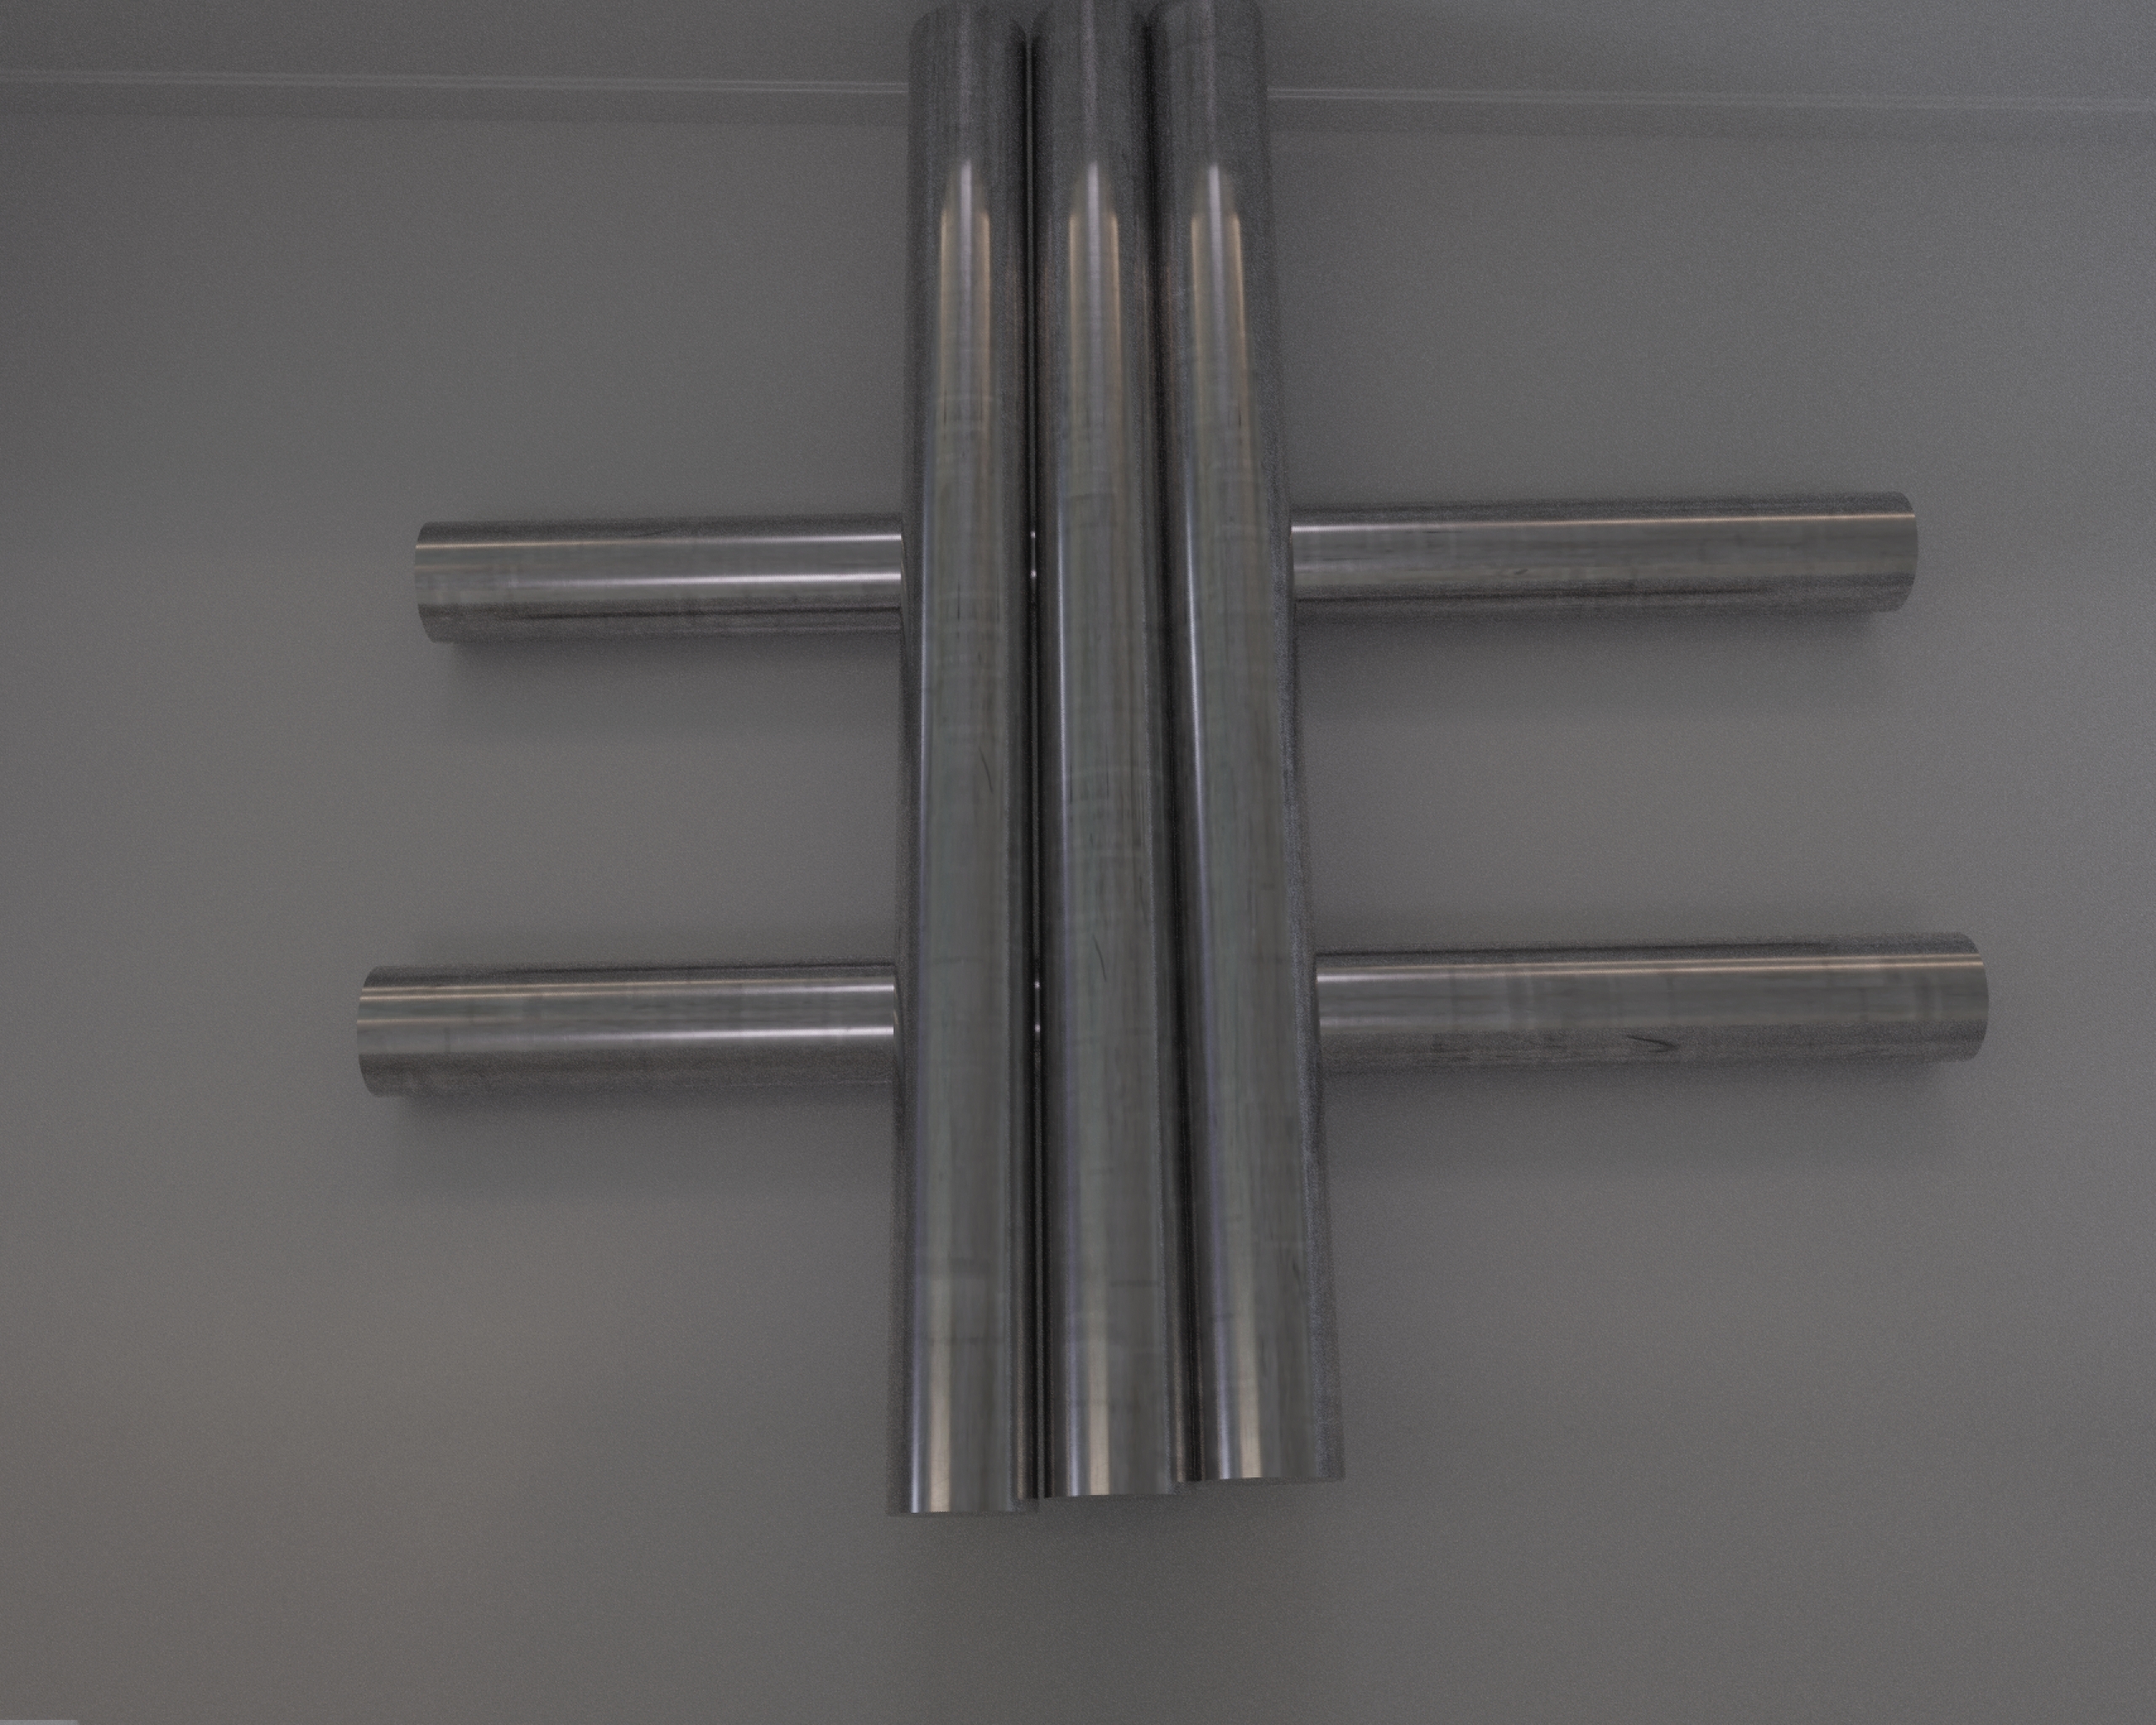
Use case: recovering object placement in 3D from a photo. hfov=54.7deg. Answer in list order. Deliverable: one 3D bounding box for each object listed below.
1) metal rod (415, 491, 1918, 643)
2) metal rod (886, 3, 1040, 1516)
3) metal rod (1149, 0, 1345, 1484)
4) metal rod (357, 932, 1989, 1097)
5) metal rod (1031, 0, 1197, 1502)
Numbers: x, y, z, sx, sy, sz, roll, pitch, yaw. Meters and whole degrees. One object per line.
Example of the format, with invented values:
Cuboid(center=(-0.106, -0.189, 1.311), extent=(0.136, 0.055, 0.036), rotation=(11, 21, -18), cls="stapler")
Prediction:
Cuboid(center=(0.019, -0.061, 0.431), extent=(0.302, 0.025, 0.025), rotation=(-1, 70, -1), cls="metal rod")
Cuboid(center=(-0.021, -0.034, 0.393), extent=(0.025, 0.025, 0.299), rotation=(-1, 70, 0), cls="metal rod")
Cuboid(center=(0.029, -0.038, 0.395), extent=(0.025, 0.025, 0.299), rotation=(-1, 70, 0), cls="metal rod")
Cuboid(center=(0.018, 0.029, 0.398), extent=(0.302, 0.025, 0.025), rotation=(-1, 70, -1), cls="metal rod")
Cuboid(center=(0.005, -0.036, 0.394), extent=(0.025, 0.025, 0.299), rotation=(-1, 70, 0), cls="metal rod")
